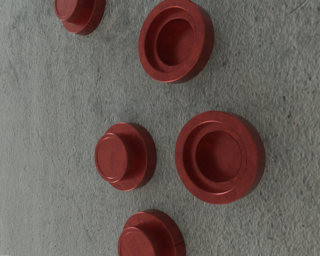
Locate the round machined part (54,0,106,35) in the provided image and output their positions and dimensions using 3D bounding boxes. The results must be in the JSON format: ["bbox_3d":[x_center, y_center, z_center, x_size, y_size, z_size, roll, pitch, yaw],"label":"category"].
[{"bbox_3d":[-0.137,-0.205,0.507,0.098,0.042,0.097,0,90,40],"label":"round machined part"}]

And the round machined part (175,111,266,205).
[{"bbox_3d":[0.068,0.031,0.338,0.098,0.042,0.097,0,90,40],"label":"round machined part"}]

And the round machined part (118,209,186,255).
[{"bbox_3d":[-0.018,0.160,0.409,0.098,0.042,0.097,0,90,40],"label":"round machined part"}]

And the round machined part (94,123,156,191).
[{"bbox_3d":[-0.055,0.041,0.440,0.098,0.042,0.097,0,90,40],"label":"round machined part"}]

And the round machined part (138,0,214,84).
[{"bbox_3d":[0.023,-0.102,0.375,0.098,0.042,0.097,0,90,40],"label":"round machined part"}]
